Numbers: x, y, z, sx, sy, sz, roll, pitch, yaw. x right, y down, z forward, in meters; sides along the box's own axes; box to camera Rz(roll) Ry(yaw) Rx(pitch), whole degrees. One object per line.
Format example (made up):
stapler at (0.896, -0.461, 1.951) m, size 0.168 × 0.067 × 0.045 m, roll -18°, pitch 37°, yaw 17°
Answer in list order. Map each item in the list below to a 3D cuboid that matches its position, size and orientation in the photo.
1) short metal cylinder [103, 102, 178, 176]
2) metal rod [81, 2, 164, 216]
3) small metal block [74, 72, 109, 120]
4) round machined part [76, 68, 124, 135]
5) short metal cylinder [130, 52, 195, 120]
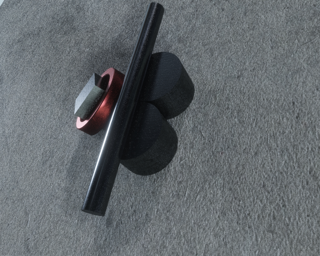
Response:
short metal cylinder at (-0.024, 0.014, 0.393) m, size 0.080 × 0.050 × 0.080 m, roll -13°, pitch 55°, yaw 20°
metal rod at (-0.038, -0.043, 0.388) m, size 0.025 × 0.025 × 0.300 m, roll -1°, pitch 61°, yaw 28°
small metal block at (-0.093, -0.042, 0.428) m, size 0.050 × 0.025 × 0.050 m, roll -51°, pitch 27°, yaw 16°
round machined part at (-0.074, -0.032, 0.437) m, size 0.098 × 0.042 × 0.098 m, roll -42°, pitch 31°, yaw 33°
short metal cylinder at (0.001, -0.057, 0.424) m, size 0.080 × 0.050 × 0.080 m, roll -13°, pitch 56°, yaw 21°
